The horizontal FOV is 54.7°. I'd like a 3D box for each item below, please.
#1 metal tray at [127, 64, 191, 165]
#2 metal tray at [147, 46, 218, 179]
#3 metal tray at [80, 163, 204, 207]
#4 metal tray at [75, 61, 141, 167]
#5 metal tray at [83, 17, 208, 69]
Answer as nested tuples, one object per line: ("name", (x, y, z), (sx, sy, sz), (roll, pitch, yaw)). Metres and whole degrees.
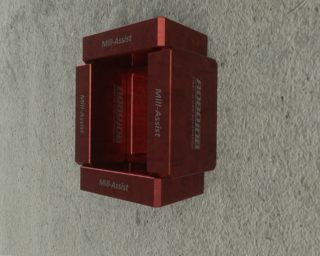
("metal tray", (-0.001, -0.017, 0.402), (0.090, 0.030, 0.129), (1, 91, 39))
("metal tray", (0.027, -0.015, 0.339), (0.030, 0.091, 0.129), (1, 91, 40))
("metal tray", (-0.023, 0.063, 0.381), (0.130, 0.091, 0.030), (1, 91, 39))
("metal tray", (-0.067, -0.018, 0.416), (0.030, 0.091, 0.129), (1, 91, 40))
("metal tray", (-0.020, -0.096, 0.378), (0.130, 0.091, 0.030), (1, 91, 39))
